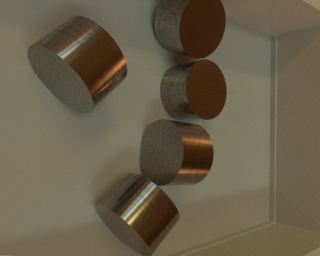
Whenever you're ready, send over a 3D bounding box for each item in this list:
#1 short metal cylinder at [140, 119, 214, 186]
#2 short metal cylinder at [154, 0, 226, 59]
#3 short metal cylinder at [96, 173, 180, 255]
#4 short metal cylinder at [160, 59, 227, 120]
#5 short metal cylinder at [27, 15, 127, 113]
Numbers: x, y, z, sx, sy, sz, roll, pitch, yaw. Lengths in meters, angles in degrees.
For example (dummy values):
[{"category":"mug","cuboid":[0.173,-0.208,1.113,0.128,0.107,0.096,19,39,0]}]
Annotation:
[{"category":"short metal cylinder","cuboid":[0.019,0.031,0.387,0.050,0.080,0.080,8,85,-40]},{"category":"short metal cylinder","cuboid":[0.040,-0.136,0.407,0.081,0.050,0.079,-19,121,-33]},{"category":"short metal cylinder","cuboid":[-0.025,0.097,0.350,0.050,0.080,0.080,-45,117,-31]},{"category":"short metal cylinder","cuboid":[0.047,-0.051,0.429,0.081,0.050,0.080,0,90,-40]},{"category":"short metal cylinder","cuboid":[-0.080,-0.061,0.304,0.050,0.080,0.080,-50,120,-28]}]
